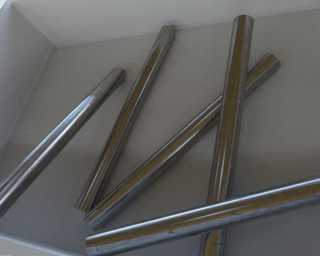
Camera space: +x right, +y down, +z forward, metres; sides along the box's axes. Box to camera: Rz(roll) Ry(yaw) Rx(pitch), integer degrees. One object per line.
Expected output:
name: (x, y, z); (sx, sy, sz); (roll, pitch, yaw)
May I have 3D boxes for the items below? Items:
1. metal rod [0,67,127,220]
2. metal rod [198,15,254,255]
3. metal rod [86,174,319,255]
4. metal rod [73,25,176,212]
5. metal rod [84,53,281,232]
metal rod: (-0.119, 0.004, 0.389); (0.025, 0.025, 0.301); (-1, 37, 28)
metal rod: (0.075, 0.006, 0.339); (0.025, 0.025, 0.299); (2, 69, 29)
metal rod: (0.078, 0.074, 0.285); (0.301, 0.025, 0.025); (-16, 55, 6)
metal rod: (-0.042, -0.025, 0.442); (0.025, 0.025, 0.300); (10, 67, 32)
metal rod: (0.028, 0.017, 0.380); (0.300, 0.025, 0.025); (-42, 51, -1)
